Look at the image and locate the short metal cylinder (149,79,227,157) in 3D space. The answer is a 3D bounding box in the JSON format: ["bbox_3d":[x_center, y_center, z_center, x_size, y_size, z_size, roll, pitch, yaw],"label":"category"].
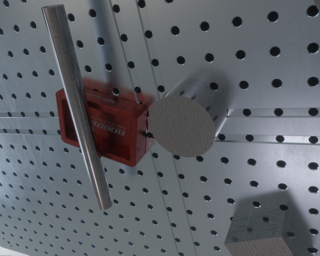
[{"bbox_3d":[0.034,-0.012,0.370,0.080,0.050,0.079,13,124,21],"label":"short metal cylinder"}]

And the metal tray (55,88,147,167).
[{"bbox_3d":[-0.085,-0.004,0.450,0.130,0.030,0.089,17,125,18],"label":"metal tray"}]

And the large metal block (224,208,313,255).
[{"bbox_3d":[0.147,0.162,0.418,0.080,0.050,0.080,-25,105,37],"label":"large metal block"}]

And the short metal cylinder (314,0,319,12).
[{"bbox_3d":[0.161,-0.120,0.236,0.080,0.050,0.079,13,124,21],"label":"short metal cylinder"}]

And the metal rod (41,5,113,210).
[{"bbox_3d":[-0.105,-0.008,0.421,0.025,0.025,0.298,7,122,25],"label":"metal rod"}]
